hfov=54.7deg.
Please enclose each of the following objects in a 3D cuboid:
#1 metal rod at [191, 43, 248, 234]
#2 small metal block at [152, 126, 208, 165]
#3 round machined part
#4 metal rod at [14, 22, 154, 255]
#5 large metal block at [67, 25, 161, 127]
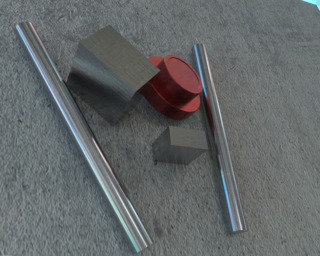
[{"bbox_3d":[0.080,-0.003,0.450,0.025,0.025,0.299,8,58,-25],"label":"metal rod"},{"bbox_3d":[0.024,0.023,0.388,0.050,0.050,0.025,9,58,-24],"label":"small metal block"},{"bbox_3d":[0.020,-0.062,0.427,0.098,0.042,0.098,28,40,-27],"label":"round machined part"},{"bbox_3d":[-0.094,0.000,0.354,0.025,0.025,0.299,-22,74,-36],"label":"metal rod"},{"bbox_3d":[-0.059,-0.061,0.375,0.080,0.080,0.050,42,51,0],"label":"large metal block"}]
